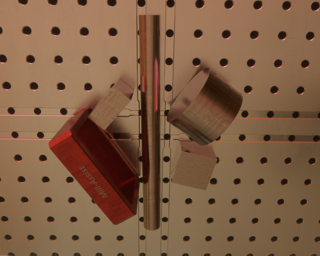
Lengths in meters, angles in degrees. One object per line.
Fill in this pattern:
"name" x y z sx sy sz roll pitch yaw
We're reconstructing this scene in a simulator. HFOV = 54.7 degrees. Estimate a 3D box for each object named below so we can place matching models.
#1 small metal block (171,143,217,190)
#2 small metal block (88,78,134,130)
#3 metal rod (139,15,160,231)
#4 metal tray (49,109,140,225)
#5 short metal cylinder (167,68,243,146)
"small metal block" 0.047 0.055 0.435 0.050 0.025 0.050 14 109 -6
"small metal block" -0.060 -0.031 0.387 0.025 0.050 0.050 40 105 -14
"metal rod" -0.012 0.007 0.415 0.025 0.025 0.298 0 110 0
"metal tray" -0.076 0.047 0.394 0.030 0.090 0.130 -31 108 10
"short metal cylinder" 0.053 -0.026 0.375 0.050 0.080 0.080 36 106 -13
